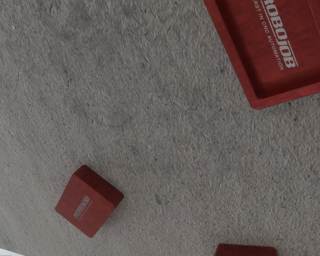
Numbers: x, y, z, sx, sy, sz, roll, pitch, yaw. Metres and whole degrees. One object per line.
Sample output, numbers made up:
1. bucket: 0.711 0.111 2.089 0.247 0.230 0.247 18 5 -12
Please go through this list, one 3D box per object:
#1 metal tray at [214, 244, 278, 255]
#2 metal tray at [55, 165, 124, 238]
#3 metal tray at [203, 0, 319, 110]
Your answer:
1. metal tray: 0.144 0.238 0.474 0.090 0.030 0.129 -10 114 32
2. metal tray: -0.130 0.135 0.556 0.090 0.030 0.129 37 129 2
3. metal tray: 0.108 -0.089 0.291 0.090 0.030 0.130 -17 110 35
